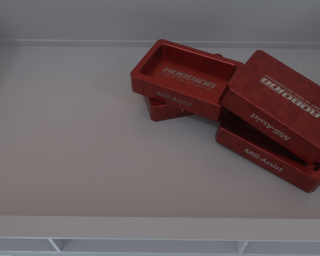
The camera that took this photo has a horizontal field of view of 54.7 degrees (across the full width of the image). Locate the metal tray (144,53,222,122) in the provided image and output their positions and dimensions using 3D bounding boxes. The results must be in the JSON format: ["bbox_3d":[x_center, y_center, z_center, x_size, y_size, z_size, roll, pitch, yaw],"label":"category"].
[{"bbox_3d":[0.042,-0.062,0.453,0.131,0.030,0.090,-11,51,-9],"label":"metal tray"}]

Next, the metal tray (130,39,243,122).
[{"bbox_3d":[0.038,-0.068,0.419,0.130,0.030,0.090,21,54,16],"label":"metal tray"}]

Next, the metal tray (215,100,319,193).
[{"bbox_3d":[0.148,0.009,0.389,0.130,0.030,0.090,30,56,19],"label":"metal tray"}]

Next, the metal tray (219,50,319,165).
[{"bbox_3d":[0.148,-0.029,0.366,0.130,0.030,0.090,36,56,10],"label":"metal tray"}]

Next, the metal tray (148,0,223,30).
[{"bbox_3d":[0.047,-0.249,0.613,0.091,0.030,0.130,-29,56,-22],"label":"metal tray"}]
